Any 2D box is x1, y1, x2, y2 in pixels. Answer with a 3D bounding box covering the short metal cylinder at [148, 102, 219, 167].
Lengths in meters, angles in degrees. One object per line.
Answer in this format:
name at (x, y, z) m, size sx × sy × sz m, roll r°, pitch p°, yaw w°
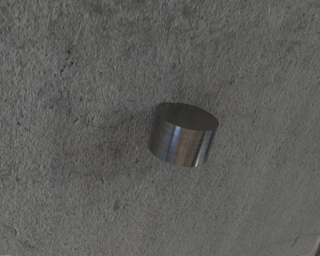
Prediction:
short metal cylinder at (0.029, 0.006, 0.394) m, size 0.081 × 0.080 × 0.050 m, roll -1°, pitch 119°, yaw -28°
